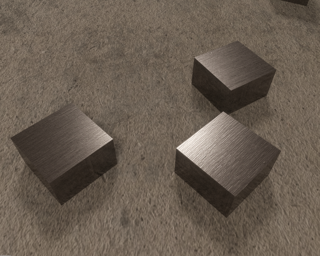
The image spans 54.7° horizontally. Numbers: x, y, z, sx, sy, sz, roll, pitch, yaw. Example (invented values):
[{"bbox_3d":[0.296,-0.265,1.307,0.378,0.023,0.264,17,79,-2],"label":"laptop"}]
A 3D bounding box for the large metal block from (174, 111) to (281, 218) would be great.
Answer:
[{"bbox_3d":[0.075,0.039,0.355,0.080,0.050,0.080,-36,59,-26],"label":"large metal block"}]

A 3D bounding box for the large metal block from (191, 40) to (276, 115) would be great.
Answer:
[{"bbox_3d":[0.104,-0.074,0.451,0.081,0.050,0.080,-25,55,-20],"label":"large metal block"}]

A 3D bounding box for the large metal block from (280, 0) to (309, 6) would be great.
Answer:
[{"bbox_3d":[0.275,-0.305,0.628,0.080,0.080,0.050,21,53,16],"label":"large metal block"}]

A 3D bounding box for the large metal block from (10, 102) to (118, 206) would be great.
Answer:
[{"bbox_3d":[-0.109,0.028,0.362,0.080,0.050,0.080,-37,59,-27],"label":"large metal block"}]
